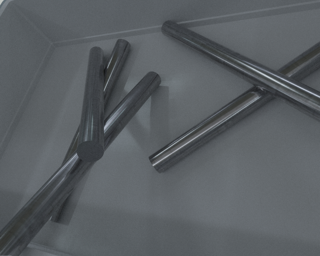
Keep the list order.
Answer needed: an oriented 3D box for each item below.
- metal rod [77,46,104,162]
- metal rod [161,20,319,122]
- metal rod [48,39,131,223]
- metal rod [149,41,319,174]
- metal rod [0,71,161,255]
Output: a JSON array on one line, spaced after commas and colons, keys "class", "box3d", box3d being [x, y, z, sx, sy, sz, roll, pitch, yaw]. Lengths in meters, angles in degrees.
[{"class": "metal rod", "box3d": [-0.088, -0.054, 0.418, 0.025, 0.025, 0.300, -30, 31, 8]}, {"class": "metal rod", "box3d": [0.086, -0.086, 0.388, 0.025, 0.025, 0.300, -43, 44, -2]}, {"class": "metal rod", "box3d": [-0.105, -0.011, 0.464, 0.025, 0.025, 0.300, 4, 64, 30]}, {"class": "metal rod", "box3d": [0.117, -0.039, 0.367, 0.300, 0.025, 0.025, -34, 52, 5]}, {"class": "metal rod", "box3d": [-0.070, 0.016, 0.351, 0.025, 0.025, 0.301, 2, 37, 29]}]
